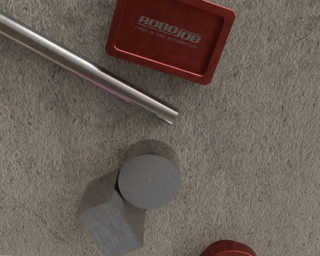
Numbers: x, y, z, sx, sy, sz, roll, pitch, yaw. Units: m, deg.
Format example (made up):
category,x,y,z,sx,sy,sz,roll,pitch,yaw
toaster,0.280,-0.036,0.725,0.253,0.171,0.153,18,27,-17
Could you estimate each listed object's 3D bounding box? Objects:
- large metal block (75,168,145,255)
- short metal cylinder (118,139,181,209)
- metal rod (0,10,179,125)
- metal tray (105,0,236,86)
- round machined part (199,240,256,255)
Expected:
category,x,y,z,sx,sy,sz,roll,pitch,yaw
large metal block,-0.062,0.115,0.422,0.050,0.080,0.080,-25,108,9
short metal cylinder,-0.013,0.062,0.419,0.081,0.050,0.079,0,110,-1
metal rod,-0.112,-0.084,0.377,0.301,0.025,0.025,28,108,-11
metal tray,0.011,-0.113,0.365,0.131,0.030,0.089,16,109,-7
round machined part,0.104,0.215,0.482,0.099,0.042,0.097,0,110,-1
